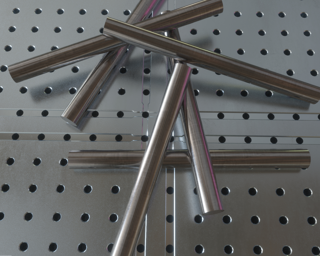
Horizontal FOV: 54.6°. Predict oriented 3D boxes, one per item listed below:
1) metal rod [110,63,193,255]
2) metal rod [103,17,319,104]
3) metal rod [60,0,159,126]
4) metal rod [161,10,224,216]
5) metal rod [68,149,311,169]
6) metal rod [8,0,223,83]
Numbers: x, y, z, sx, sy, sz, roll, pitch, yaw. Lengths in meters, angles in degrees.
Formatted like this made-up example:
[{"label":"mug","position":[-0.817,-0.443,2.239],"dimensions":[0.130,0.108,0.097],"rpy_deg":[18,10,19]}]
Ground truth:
[{"label":"metal rod","position":[-0.017,0.063,0.365],"dimensions":[0.025,0.025,0.299],"rpy_deg":[17,79,6]},{"label":"metal rod","position":[0.074,-0.088,0.415],"dimensions":[0.302,0.025,0.025],"rpy_deg":[17,71,-6]},{"label":"metal rod","position":[-0.053,-0.134,0.460],"dimensions":[0.025,0.025,0.300],"rpy_deg":[26,72,9]},{"label":"metal rod","position":[0.034,-0.039,0.408],"dimensions":[0.025,0.025,0.299],"rpy_deg":[-9,63,-3]},{"label":"metal rod","position":[0.037,0.040,0.397],"dimensions":[0.302,0.025,0.025],"rpy_deg":[0,70,0]},{"label":"metal rod","position":[-0.056,-0.124,0.428],"dimensions":[0.301,0.025,0.025],"rpy_deg":[-20,71,-5]}]
